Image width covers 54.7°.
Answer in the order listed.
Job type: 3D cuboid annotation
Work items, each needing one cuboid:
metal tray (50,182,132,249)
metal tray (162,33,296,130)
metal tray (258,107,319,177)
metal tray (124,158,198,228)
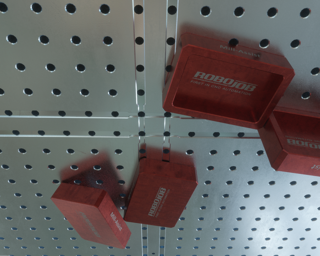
[{"bbox_3d":[-0.110,0.147,0.512,0.090,0.030,0.129,3,134,25],"label":"metal tray"},{"bbox_3d":[0.076,-0.051,0.366,0.131,0.030,0.089,11,129,-10],"label":"metal tray"},{"bbox_3d":[0.195,0.018,0.387,0.131,0.090,0.030,9,130,-8],"label":"metal tray"},{"bbox_3d":[-0.002,0.109,0.502,0.091,0.030,0.129,11,129,-10],"label":"metal tray"}]
